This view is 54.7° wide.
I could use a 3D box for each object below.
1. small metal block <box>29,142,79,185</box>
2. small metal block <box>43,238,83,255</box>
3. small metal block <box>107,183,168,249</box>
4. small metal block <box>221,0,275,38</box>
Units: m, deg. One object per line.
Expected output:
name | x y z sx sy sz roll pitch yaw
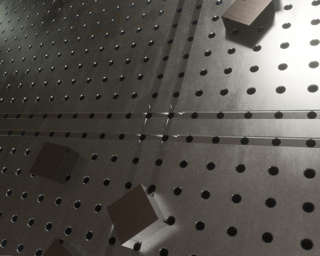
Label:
small metal block | -0.155 0.051 0.456 0.050 0.025 0.050 9 66 31
small metal block | -0.117 0.168 0.365 0.050 0.025 0.050 26 76 36
small metal block | -0.027 0.102 0.359 0.050 0.025 0.050 -36 51 4
small metal block | 0.125 -0.161 0.441 0.050 0.025 0.050 -48 52 -6
